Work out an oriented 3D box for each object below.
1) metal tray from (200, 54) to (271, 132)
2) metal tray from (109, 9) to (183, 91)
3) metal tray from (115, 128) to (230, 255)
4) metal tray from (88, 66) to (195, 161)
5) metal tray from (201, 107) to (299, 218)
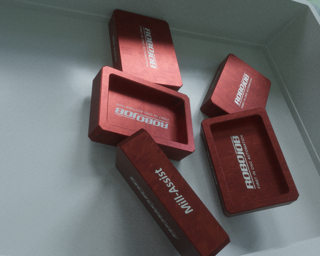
[{"bbox_3d":[0.127,-0.053,0.503,0.090,0.030,0.130,33,51,-7],"label":"metal tray"},{"bbox_3d":[-0.023,-0.110,0.457,0.091,0.030,0.130,4,60,-26],"label":"metal tray"},{"bbox_3d":[0.005,0.071,0.316,0.030,0.090,0.130,-35,79,-19],"label":"metal tray"},{"bbox_3d":[-0.020,-0.016,0.389,0.131,0.030,0.090,16,55,-29],"label":"metal tray"},{"bbox_3d":[0.113,0.043,0.410,0.091,0.030,0.130,-12,65,-1],"label":"metal tray"}]
